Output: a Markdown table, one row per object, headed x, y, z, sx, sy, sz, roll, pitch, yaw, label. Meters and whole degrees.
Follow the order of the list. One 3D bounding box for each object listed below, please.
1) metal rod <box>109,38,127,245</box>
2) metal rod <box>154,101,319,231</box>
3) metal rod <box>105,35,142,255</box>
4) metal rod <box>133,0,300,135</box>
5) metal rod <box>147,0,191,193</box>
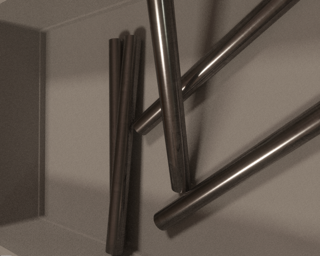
| x | y | z | sx | sy | sz | roll | pitch | yaw | label |
| --- | --- | --- | --- | --- | --- | --- | --- | --- | --- |
| -0.062 | 0.020 | 0.455 | 0.025 | 0.025 | 0.298 | -1 | 90 | 39 | metal rod |
| 0.096 | 0.036 | 0.326 | 0.299 | 0.025 | 0.025 | -42 | 65 | 31 | metal rod |
| -0.050 | 0.021 | 0.431 | 0.025 | 0.025 | 0.298 | 3 | 88 | 39 | metal rod |
| 0.069 | -0.083 | 0.348 | 0.299 | 0.025 | 0.025 | -41 | 66 | 32 | metal rod |
| 0.008 | -0.059 | 0.319 | 0.025 | 0.025 | 0.298 | 16 | 125 | 38 | metal rod |
